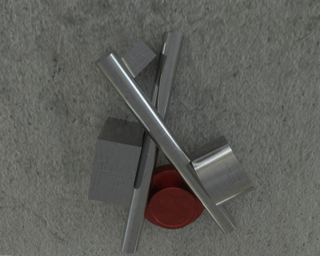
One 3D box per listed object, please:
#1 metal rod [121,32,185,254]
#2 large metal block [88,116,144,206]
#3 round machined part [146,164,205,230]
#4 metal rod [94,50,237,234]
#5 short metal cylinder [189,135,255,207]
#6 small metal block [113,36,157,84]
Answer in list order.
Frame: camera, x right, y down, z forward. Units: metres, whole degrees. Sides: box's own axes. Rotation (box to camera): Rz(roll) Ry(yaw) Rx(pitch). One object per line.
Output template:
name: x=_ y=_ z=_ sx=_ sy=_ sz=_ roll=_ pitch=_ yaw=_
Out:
metal rod: x=-0.013 y=0.029 z=0.405 sx=0.025 sy=0.025 sz=0.298 roll=11 pitch=104 yaw=-5
large metal block: x=-0.054 y=0.039 z=0.396 sx=0.050 sy=0.080 sz=0.079 roll=11 pitch=110 yaw=-5
round machined part: x=0.017 y=0.104 z=0.441 sx=0.099 sy=0.042 sz=0.097 roll=0 pitch=110 yaw=-1
metal rod: x=0.021 y=0.035 z=0.388 sx=0.025 sy=0.025 sz=0.299 roll=-31 pitch=116 yaw=10
short metal cylinder: x=0.081 y=0.056 z=0.404 sx=0.050 sy=0.080 sz=0.080 roll=-30 pitch=108 yaw=10
small metal block: x=-0.030 y=-0.080 z=0.367 sx=0.050 sy=0.050 sz=0.025 roll=-43 pitch=105 yaw=14
